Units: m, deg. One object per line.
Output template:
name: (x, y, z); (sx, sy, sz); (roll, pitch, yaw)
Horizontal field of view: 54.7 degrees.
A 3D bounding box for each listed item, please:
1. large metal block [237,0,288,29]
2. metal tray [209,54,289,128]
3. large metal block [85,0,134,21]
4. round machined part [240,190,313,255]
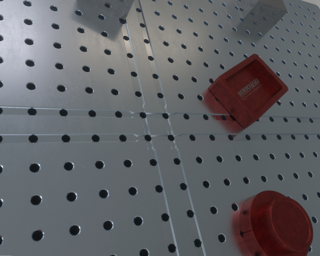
large metal block: (0.219, -0.274, 0.677); (0.081, 0.050, 0.080); (7, 59, -25)
metal tray: (0.154, -0.067, 0.528); (0.131, 0.030, 0.090); (-35, 81, -38)
large metal block: (-0.074, -0.231, 0.493); (0.080, 0.050, 0.080); (24, 53, -14)
round machined part: (0.157, 0.128, 0.403); (0.099, 0.042, 0.098); (13, 56, -21)
